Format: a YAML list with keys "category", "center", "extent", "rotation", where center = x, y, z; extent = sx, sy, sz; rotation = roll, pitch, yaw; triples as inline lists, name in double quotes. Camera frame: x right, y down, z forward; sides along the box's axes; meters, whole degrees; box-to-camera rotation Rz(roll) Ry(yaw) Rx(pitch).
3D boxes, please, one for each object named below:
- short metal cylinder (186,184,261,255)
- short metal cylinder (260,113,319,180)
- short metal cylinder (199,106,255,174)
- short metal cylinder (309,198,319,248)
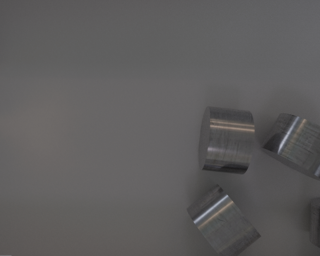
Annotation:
- category: "short metal cylinder"
  center: [0.078, 0.117, 0.384]
  extent: [0.050, 0.080, 0.080]
  rotation: [-39, 90, 0]
- category: "short metal cylinder"
  center: [0.174, 0.023, 0.385]
  extent: [0.080, 0.080, 0.050]
  rotation: [30, 90, 0]
- category: "short metal cylinder"
  center: [0.080, 0.015, 0.384]
  extent: [0.050, 0.080, 0.080]
  rotation: [6, 90, 0]
- category: "short metal cylinder"
  center: [0.231, 0.121, 0.386]
  extent: [0.081, 0.080, 0.050]
  rotation: [2, 90, 0]
